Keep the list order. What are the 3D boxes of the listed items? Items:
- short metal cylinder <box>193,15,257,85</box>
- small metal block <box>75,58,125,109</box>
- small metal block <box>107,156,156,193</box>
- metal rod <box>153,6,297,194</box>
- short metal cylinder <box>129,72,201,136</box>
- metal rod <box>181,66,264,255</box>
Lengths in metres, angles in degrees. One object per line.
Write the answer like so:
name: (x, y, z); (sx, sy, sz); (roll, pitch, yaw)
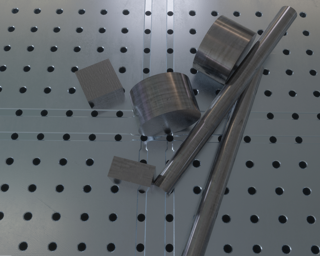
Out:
short metal cylinder: (0.087, -0.104, 0.421); (0.050, 0.080, 0.080); (33, 73, 11)
small metal block: (-0.084, -0.062, 0.434); (0.050, 0.025, 0.050); (-24, 72, -9)
small metal block: (-0.032, 0.058, 0.377); (0.050, 0.050, 0.025); (14, 71, 5)
metal rod: (0.091, -0.043, 0.409); (0.025, 0.025, 0.300); (35, 81, 12)
short metal cylinder: (0.006, -0.028, 0.393); (0.081, 0.080, 0.050); (-14, 71, -5)
metal rod: (0.081, 0.044, 0.395); (0.025, 0.025, 0.300); (21, 71, 7)
